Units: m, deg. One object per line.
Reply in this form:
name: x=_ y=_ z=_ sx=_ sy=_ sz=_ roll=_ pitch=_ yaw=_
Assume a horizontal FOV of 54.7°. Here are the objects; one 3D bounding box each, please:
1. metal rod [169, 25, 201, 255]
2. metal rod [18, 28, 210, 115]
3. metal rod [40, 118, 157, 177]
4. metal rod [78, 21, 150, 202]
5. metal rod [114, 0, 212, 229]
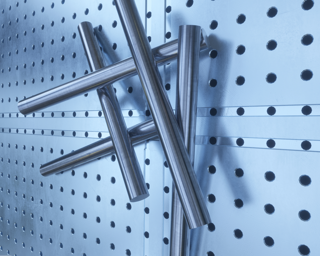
metal rod: x=0.028 y=0.035 z=0.366 sx=0.025 sy=0.025 sz=0.298 roll=9 pitch=101 yaw=39
metal rod: x=-0.079 y=-0.069 z=0.424 sx=0.300 sy=0.025 sz=0.025 roll=-16 pitch=80 yaw=23
metal rod: x=-0.104 y=0.036 z=0.491 sx=0.299 sy=0.025 sz=0.025 roll=-21 pitch=77 yaw=37
metal rod: x=-0.074 y=-0.040 z=0.443 sx=0.025 sy=0.025 sz=0.299 roll=-39 pitch=59 yaw=33
metal rod: x=-0.004 y=-0.037 z=0.355 sx=0.025 sy=0.025 sz=0.299 roll=-29 pitch=72 yaw=36
